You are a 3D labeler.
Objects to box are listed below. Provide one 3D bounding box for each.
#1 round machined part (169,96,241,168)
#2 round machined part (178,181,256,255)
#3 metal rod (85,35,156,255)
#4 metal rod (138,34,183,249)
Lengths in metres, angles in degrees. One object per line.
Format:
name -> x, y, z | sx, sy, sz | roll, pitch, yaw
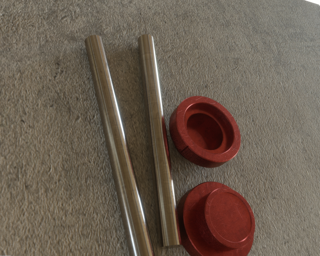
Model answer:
round machined part -> 0.056, 0.009, 0.417 | 0.099, 0.042, 0.098 | 14, 56, -21
round machined part -> 0.072, 0.109, 0.365 | 0.099, 0.042, 0.098 | 14, 56, -21
metal rod -> -0.052, 0.012, 0.367 | 0.025, 0.025, 0.299 | -2, 63, -29
metal rod -> -0.005, -0.003, 0.402 | 0.025, 0.025, 0.299 | 7, 59, -25
